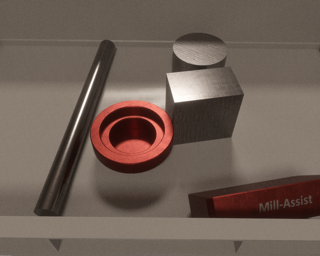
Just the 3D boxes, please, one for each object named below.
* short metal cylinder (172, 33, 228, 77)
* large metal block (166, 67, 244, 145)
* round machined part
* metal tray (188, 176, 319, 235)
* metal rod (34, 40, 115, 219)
[{"bbox_3d":[0.059,-0.102,0.475,0.081,0.050,0.080,0,50,0],"label":"short metal cylinder"},{"bbox_3d":[0.051,-0.027,0.393,0.081,0.080,0.050,-7,51,-7],"label":"large metal block"},{"bbox_3d":[-0.033,0.015,0.381,0.099,0.042,0.098,0,50,0],"label":"round machined part"},{"bbox_3d":[0.101,0.071,0.302,0.131,0.090,0.030,-8,81,-7],"label":"metal tray"},{"bbox_3d":[-0.104,-0.023,0.423,0.025,0.025,0.300,5,50,4],"label":"metal rod"}]
